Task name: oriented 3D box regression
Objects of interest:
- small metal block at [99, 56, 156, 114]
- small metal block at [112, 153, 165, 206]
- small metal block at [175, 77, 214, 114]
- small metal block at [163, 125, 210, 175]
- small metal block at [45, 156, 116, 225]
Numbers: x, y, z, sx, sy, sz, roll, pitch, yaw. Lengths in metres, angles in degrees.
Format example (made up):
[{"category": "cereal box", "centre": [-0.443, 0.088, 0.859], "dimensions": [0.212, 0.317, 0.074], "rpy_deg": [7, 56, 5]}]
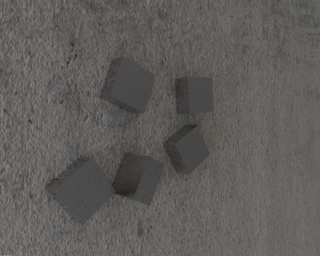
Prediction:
[{"category": "small metal block", "centre": [-0.038, -0.050, 0.372], "dimensions": [0.050, 0.025, 0.050], "rpy_deg": [26, 74, -37]}, {"category": "small metal block", "centre": [-0.027, 0.059, 0.365], "dimensions": [0.025, 0.050, 0.050], "rpy_deg": [33, 70, -35]}, {"category": "small metal block", "centre": [0.050, -0.047, 0.446], "dimensions": [0.050, 0.025, 0.050], "rpy_deg": [-6, 94, -40]}, {"category": "small metal block", "centre": [0.038, 0.029, 0.436], "dimensions": [0.050, 0.025, 0.050], "rpy_deg": [-38, 114, -33]}, {"category": "small metal block", "centre": [-0.084, 0.066, 0.334], "dimensions": [0.050, 0.025, 0.050], "rpy_deg": [-44, 117, -31]}]
